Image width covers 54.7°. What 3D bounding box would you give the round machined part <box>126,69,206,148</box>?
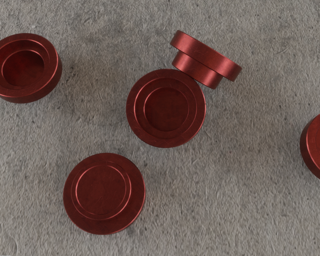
[{"bbox_3d":[0.010,-0.023,0.397,0.098,0.042,0.097,0,87,8],"label":"round machined part"}]

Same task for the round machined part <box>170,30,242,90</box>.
[{"bbox_3d":[0.055,-0.086,0.409,0.098,0.098,0.042,34,105,11],"label":"round machined part"}]

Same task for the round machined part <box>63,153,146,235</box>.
[{"bbox_3d":[-0.067,0.076,0.371,0.099,0.042,0.098,0,70,0],"label":"round machined part"}]

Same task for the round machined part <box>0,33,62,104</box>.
[{"bbox_3d":[-0.184,-0.078,0.426,0.099,0.042,0.098,0,70,0],"label":"round machined part"}]

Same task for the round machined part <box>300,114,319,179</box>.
[{"bbox_3d":[0.225,0.027,0.390,0.099,0.042,0.098,0,70,0],"label":"round machined part"}]
